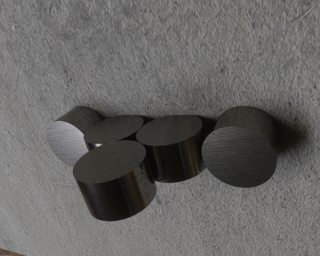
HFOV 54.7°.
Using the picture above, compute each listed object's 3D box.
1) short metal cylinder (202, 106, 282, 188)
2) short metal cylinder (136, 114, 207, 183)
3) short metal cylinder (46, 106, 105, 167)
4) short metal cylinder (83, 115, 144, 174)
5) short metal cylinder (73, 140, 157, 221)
[{"bbox_3d":[0.094,0.021,0.355,0.080,0.050,0.079,13,124,20],"label":"short metal cylinder"},{"bbox_3d":[0.016,0.023,0.379,0.080,0.080,0.050,0,118,28],"label":"short metal cylinder"},{"bbox_3d":[-0.120,0.013,0.464,0.080,0.050,0.079,13,124,20],"label":"short metal cylinder"},{"bbox_3d":[-0.055,0.022,0.415,0.080,0.080,0.050,0,119,28],"label":"short metal cylinder"},{"bbox_3d":[-0.049,0.056,0.343,0.080,0.080,0.050,1,120,28],"label":"short metal cylinder"}]
